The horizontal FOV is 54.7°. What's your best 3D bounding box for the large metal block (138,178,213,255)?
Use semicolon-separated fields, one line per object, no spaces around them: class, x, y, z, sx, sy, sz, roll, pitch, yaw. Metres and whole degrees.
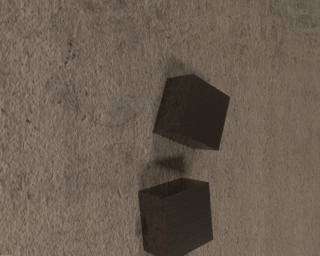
large metal block;0.022;0.116;0.409;0.081;0.050;0.079;-9;96;-40

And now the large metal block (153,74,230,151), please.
large metal block;0.045;-0.019;0.429;0.080;0.050;0.080;23;75;-38
